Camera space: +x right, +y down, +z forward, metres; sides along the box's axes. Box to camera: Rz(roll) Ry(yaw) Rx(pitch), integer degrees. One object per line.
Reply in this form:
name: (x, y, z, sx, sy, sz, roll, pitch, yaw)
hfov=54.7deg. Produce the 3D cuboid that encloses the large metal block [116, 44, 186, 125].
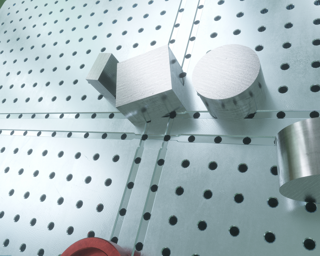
large metal block: (-0.013, -0.059, 0.436, 0.080, 0.050, 0.080, -16, 55, 19)

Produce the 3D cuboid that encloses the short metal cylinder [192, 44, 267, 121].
short metal cylinder: (0.086, -0.055, 0.381, 0.080, 0.050, 0.080, -13, 56, 21)

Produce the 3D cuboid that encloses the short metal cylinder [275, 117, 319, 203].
short metal cylinder: (0.147, 0.031, 0.277, 0.080, 0.080, 0.050, -8, 59, 24)

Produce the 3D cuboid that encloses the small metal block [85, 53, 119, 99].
small metal block: (-0.082, -0.082, 0.485, 0.025, 0.050, 0.050, 9, 66, 32)

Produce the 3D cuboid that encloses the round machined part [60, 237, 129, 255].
round machined part: (-0.068, 0.170, 0.329, 0.098, 0.042, 0.098, -13, 56, 21)
